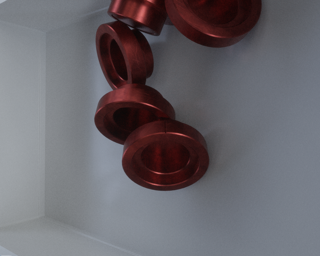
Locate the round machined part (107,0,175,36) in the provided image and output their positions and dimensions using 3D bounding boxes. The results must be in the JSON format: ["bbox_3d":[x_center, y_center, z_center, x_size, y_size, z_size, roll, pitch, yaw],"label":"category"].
[{"bbox_3d":[-0.024,-0.145,0.375,0.098,0.099,0.042,27,99,36],"label":"round machined part"}]

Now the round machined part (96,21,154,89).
[{"bbox_3d":[-0.044,-0.093,0.412,0.098,0.042,0.097,42,145,39],"label":"round machined part"}]

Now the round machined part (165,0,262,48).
[{"bbox_3d":[0.052,-0.128,0.328,0.042,0.099,0.098,132,126,-70],"label":"round machined part"}]

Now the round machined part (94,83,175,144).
[{"bbox_3d":[-0.029,-0.018,0.391,0.098,0.098,0.042,-26,44,37],"label":"round machined part"}]

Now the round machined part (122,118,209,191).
[{"bbox_3d":[0.006,0.027,0.365,0.098,0.098,0.042,-44,29,31],"label":"round machined part"}]
